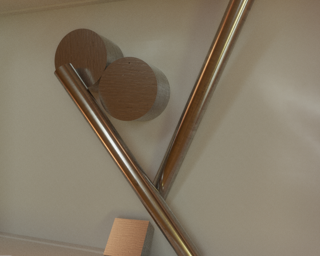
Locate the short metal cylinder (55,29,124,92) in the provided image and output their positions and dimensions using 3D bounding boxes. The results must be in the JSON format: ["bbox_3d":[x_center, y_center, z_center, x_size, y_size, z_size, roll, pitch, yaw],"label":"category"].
[{"bbox_3d":[-0.097,-0.091,0.430,0.080,0.050,0.079,0,90,19],"label":"short metal cylinder"}]

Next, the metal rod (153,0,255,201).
[{"bbox_3d":[0.050,-0.041,0.366,0.025,0.025,0.298,28,109,17],"label":"metal rod"}]

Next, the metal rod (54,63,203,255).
[{"bbox_3d":[-0.039,0.048,0.388,0.025,0.025,0.299,-35,87,16],"label":"metal rod"}]

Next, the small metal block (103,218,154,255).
[{"bbox_3d":[-0.040,0.150,0.409,0.050,0.025,0.050,-1,48,19],"label":"small metal block"}]

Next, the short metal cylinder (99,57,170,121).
[{"bbox_3d":[-0.032,-0.049,0.408,0.080,0.050,0.079,0,90,19],"label":"short metal cylinder"}]
